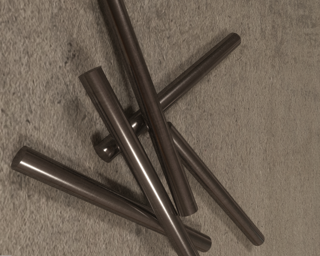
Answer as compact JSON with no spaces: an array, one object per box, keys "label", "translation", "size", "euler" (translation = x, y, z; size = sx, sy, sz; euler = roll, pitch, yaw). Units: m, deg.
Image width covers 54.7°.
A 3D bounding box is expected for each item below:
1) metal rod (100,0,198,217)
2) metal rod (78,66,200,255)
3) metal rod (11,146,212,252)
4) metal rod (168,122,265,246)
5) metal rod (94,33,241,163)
[{"label":"metal rod","translation":[-0.016,-0.037,0.364],"size":[0.025,0.025,0.298],"euler":[-24,97,-38]},{"label":"metal rod","translation":[-0.010,0.069,0.364],"size":[0.025,0.025,0.299],"euler":[-40,115,-33]},{"label":"metal rod","translation":[-0.033,0.101,0.378],"size":[0.301,0.025,0.025],"euler":[36,68,-34]},{"label":"metal rod","translation":[0.090,0.100,0.483],"size":[0.300,0.025,0.025],"euler":[49,61,-29]},{"label":"metal rod","translation":[0.028,-0.058,0.430],"size":[0.301,0.025,0.025],"euler":[-43,116,-32]}]
